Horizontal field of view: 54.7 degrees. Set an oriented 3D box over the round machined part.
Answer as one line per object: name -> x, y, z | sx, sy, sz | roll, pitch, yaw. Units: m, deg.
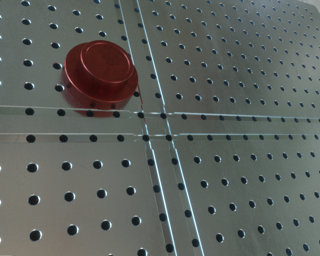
round machined part -> -0.074, -0.075, 0.405 | 0.099, 0.042, 0.098 | 14, 56, -21
